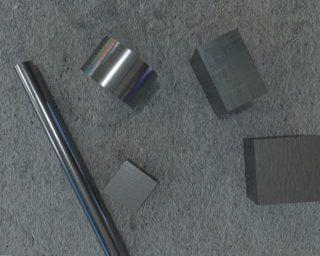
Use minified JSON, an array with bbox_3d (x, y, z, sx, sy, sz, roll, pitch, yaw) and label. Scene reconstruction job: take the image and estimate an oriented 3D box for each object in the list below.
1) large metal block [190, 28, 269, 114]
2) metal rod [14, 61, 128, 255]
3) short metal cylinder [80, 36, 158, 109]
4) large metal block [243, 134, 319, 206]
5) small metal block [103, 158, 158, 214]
[{"bbox_3d":[0.080,-0.065,0.383,0.050,0.080,0.080,-26,90,0],"label":"large metal block"},{"bbox_3d":[-0.114,0.052,0.409,0.025,0.025,0.299,-26,90,0],"label":"metal rod"},{"bbox_3d":[-0.050,-0.068,0.382,0.080,0.080,0.050,37,90,0],"label":"short metal cylinder"},{"bbox_3d":[0.156,0.051,0.399,0.080,0.050,0.080,-4,90,0],"label":"large metal block"},{"bbox_3d":[-0.038,0.076,0.410,0.050,0.025,0.050,37,90,0],"label":"small metal block"}]
